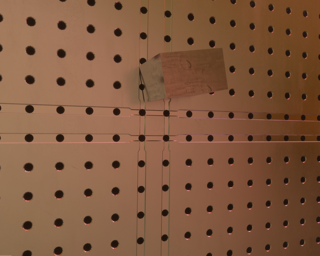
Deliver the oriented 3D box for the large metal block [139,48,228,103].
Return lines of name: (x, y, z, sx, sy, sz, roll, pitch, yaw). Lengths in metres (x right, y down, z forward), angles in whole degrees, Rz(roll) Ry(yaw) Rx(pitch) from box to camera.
large metal block: (0.027, -0.065, 0.394, 0.081, 0.080, 0.050, -10, 94, -20)
